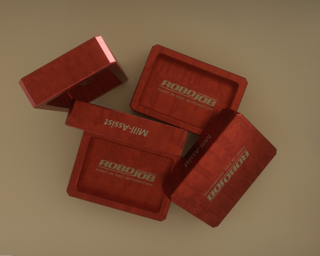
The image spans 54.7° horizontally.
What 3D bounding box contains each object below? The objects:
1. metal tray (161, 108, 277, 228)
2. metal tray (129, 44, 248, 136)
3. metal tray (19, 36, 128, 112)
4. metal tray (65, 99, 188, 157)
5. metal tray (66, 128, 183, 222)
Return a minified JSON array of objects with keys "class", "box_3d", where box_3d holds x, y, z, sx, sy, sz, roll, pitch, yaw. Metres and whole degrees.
[{"class":"metal tray","box_3d":[0.076,0.051,0.389,0.090,0.030,0.130,39,90,-29]},{"class":"metal tray","box_3d":[0.037,-0.043,0.408,0.131,0.030,0.090,21,90,-1]},{"class":"metal tray","box_3d":[-0.088,-0.054,0.355,0.090,0.130,0.030,-30,91,0]},{"class":"metal tray","box_3d":[-0.036,-0.001,0.376,0.131,0.090,0.030,16,90,-1]},{"class":"metal tray","box_3d":[-0.044,0.059,0.405,0.131,0.030,0.090,16,90,-1]}]
